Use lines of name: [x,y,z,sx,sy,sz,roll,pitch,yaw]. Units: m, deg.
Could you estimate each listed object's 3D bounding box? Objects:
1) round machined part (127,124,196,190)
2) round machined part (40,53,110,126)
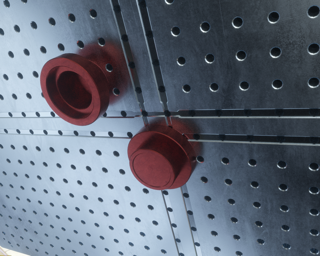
round machined part: [-0.003,0.047,0.432,0.098,0.042,0.097,13,124,21]
round machined part: [-0.111,-0.055,0.425,0.098,0.042,0.097,13,124,21]
